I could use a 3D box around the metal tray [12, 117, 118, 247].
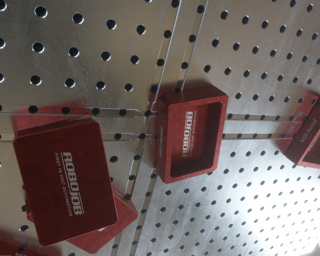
[{"bbox_3d":[-0.106,0.060,0.358,0.091,0.030,0.129,-13,105,-19],"label":"metal tray"}]

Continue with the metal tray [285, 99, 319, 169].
[{"bbox_3d":[0.303,0.012,0.579,0.091,0.030,0.129,11,113,-33],"label":"metal tray"}]

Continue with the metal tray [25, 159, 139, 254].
[{"bbox_3d":[-0.101,0.110,0.421,0.090,0.030,0.130,-40,129,-1],"label":"metal tray"}]

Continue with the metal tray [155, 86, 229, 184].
[{"bbox_3d":[0.042,0.011,0.437,0.091,0.030,0.129,-11,123,-22],"label":"metal tray"}]

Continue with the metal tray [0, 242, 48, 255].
[{"bbox_3d":[-0.207,0.210,0.425,0.090,0.030,0.130,-46,129,4],"label":"metal tray"}]
